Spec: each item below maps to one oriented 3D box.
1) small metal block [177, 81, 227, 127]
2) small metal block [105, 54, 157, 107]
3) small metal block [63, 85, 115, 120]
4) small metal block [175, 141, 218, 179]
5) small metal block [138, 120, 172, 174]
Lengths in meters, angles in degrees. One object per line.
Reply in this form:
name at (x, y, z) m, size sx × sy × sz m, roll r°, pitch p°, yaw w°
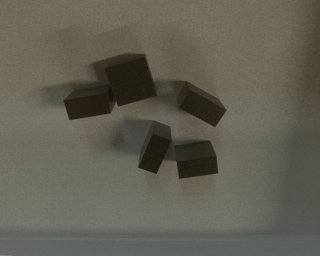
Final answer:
small metal block at (0.051, -0.031, 0.387) m, size 0.050 × 0.050 × 0.025 m, roll 28°, pitch 108°, yaw -10°
small metal block at (-0.035, -0.060, 0.389) m, size 0.050 × 0.025 × 0.050 m, roll -15°, pitch 110°, yaw 5°
small metal block at (-0.085, -0.033, 0.385) m, size 0.050 × 0.050 × 0.025 m, roll -9°, pitch 110°, yaw 3°
small metal block at (0.047, 0.041, 0.414) m, size 0.050 × 0.050 × 0.025 m, roll -8°, pitch 110°, yaw 2°
small metal block at (-0.007, 0.024, 0.407) m, size 0.025 × 0.050 × 0.050 m, roll 21°, pitch 109°, yaw -8°
